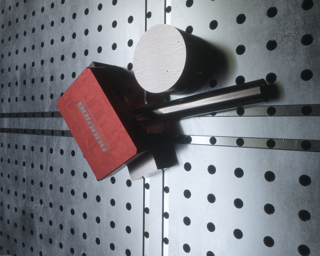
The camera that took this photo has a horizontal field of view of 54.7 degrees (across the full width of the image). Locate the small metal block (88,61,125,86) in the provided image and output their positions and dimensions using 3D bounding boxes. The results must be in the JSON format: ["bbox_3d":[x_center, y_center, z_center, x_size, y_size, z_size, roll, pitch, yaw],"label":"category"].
[{"bbox_3d":[-0.090,-0.071,0.464,0.050,0.050,0.025,-39,67,33],"label":"small metal block"}]

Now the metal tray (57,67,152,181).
[{"bbox_3d":[-0.079,-0.006,0.418,0.090,0.030,0.130,-37,79,34],"label":"metal tray"}]

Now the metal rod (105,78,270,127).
[{"bbox_3d":[-0.007,-0.019,0.413,0.300,0.025,0.025,-10,84,39],"label":"metal rod"}]

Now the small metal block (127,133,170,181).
[{"bbox_3d":[-0.021,0.040,0.423,0.050,0.025,0.050,-29,72,36],"label":"small metal block"}]

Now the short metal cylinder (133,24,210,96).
[{"bbox_3d":[0.013,-0.081,0.379,0.080,0.050,0.079,0,90,39],"label":"short metal cylinder"}]
